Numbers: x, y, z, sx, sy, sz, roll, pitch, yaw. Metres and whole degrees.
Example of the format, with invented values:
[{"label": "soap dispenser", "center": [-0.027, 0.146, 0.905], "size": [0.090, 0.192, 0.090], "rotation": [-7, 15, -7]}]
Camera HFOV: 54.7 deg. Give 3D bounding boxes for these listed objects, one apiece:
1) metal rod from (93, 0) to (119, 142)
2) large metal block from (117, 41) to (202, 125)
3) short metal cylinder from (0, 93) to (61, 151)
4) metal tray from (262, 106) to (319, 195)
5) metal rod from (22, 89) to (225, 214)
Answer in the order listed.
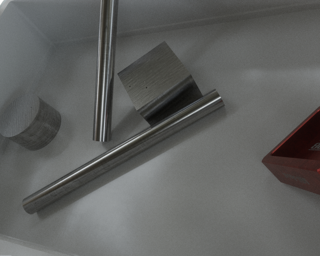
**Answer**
[{"label": "metal rod", "center": [-0.073, -0.131, 0.429], "size": [0.025, 0.025, 0.298], "rotation": [6, 95, 31]}, {"label": "large metal block", "center": [-0.001, -0.059, 0.425], "size": [0.080, 0.050, 0.080], "rotation": [-34, 52, 5]}, {"label": "short metal cylinder", "center": [-0.210, -0.010, 0.503], "size": [0.080, 0.050, 0.080], "rotation": [-13, 56, 20]}, {"label": "metal tray", "center": [0.146, 0.012, 0.259], "size": [0.090, 0.130, 0.030], "rotation": [-42, 86, -1]}, {"label": "metal rod", "center": [-0.054, 0.035, 0.410], "size": [0.301, 0.025, 0.025], "rotation": [-30, 52, 8]}]
